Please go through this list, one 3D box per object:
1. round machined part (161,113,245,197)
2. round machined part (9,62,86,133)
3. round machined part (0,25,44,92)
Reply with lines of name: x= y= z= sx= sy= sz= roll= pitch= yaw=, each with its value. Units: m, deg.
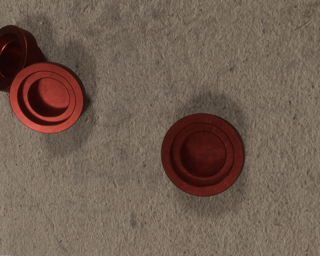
round machined part: x=0.054 y=0.031 z=0.380 sx=0.098 sy=0.042 sz=0.097 roll=0 pitch=90 yaw=19
round machined part: x=-0.155 y=-0.045 z=0.439 sx=0.099 sy=0.042 sz=0.097 roll=-1 pitch=106 yaw=-4
round machined part: x=-0.216 y=-0.100 z=0.468 sx=0.098 sy=0.042 sz=0.097 roll=-3 pitch=83 yaw=29
